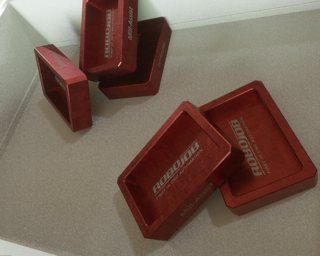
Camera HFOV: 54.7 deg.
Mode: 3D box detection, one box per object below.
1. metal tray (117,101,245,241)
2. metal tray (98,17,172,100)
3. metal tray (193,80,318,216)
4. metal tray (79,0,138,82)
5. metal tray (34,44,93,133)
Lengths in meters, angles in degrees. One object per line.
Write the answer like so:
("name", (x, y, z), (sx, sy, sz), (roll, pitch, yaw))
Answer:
("metal tray", (0.016, 0.046, 0.338), (0.130, 0.030, 0.090), (-50, 45, 13))
("metal tray", (-0.038, -0.110, 0.488), (0.090, 0.030, 0.130), (-3, 60, 26))
("metal tray", (0.097, 0.018, 0.340), (0.090, 0.030, 0.130), (-26, 53, 12))
("metal tray", (-0.076, -0.139, 0.450), (0.090, 0.030, 0.129), (-6, 79, 38))
("metal tray", (-0.150, -0.064, 0.478), (0.030, 0.089, 0.130), (-22, 45, -29))
